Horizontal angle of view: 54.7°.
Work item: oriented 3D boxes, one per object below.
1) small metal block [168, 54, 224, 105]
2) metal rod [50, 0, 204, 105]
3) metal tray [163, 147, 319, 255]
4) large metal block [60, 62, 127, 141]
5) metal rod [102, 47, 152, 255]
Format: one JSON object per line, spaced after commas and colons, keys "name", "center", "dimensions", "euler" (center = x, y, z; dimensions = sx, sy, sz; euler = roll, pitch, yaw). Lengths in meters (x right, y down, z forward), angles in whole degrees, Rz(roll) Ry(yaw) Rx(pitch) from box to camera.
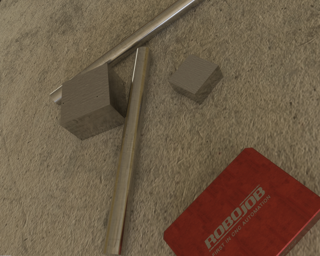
{"name": "small metal block", "center": [0.048, -0.067, 0.419], "dimensions": [0.050, 0.025, 0.050], "euler": [33, 80, 38]}
{"name": "metal rod", "center": [-0.055, -0.135, 0.513], "dimensions": [0.300, 0.025, 0.025], "euler": [-35, 52, 4]}
{"name": "metal tray", "center": [0.078, 0.093, 0.302], "dimensions": [0.130, 0.030, 0.090], "euler": [-45, 51, -4]}
{"name": "large metal block", "center": [-0.097, -0.038, 0.461], "dimensions": [0.080, 0.050, 0.080], "euler": [-21, 54, 15]}
{"name": "metal rod", "center": [-0.038, 0.011, 0.415], "dimensions": [0.025, 0.025, 0.299], "euler": [-8, 58, 23]}
